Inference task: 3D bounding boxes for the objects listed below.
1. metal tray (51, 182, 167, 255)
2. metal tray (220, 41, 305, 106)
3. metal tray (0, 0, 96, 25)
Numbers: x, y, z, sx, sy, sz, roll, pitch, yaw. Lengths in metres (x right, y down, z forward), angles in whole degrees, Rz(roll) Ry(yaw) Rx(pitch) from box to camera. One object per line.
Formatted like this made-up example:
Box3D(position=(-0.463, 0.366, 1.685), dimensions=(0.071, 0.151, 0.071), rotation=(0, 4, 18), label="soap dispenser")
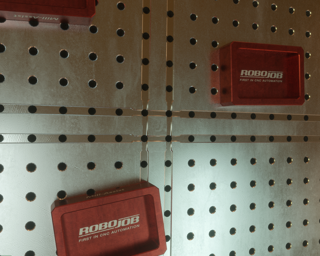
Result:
Box3D(position=(-0.062, 0.125, 0.387), dimensions=(0.131, 0.030, 0.090), rotation=(-8, 93, -20), label="metal tray")
Box3D(position=(0.155, -0.078, 0.466), dimensions=(0.131, 0.030, 0.090), rotation=(-2, 91, -20), label="metal tray")
Box3D(position=(-0.144, -0.172, 0.356), dimensions=(0.131, 0.030, 0.090), rotation=(-3, 91, -20), label="metal tray")
